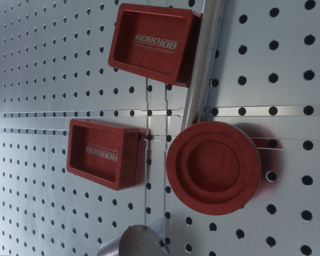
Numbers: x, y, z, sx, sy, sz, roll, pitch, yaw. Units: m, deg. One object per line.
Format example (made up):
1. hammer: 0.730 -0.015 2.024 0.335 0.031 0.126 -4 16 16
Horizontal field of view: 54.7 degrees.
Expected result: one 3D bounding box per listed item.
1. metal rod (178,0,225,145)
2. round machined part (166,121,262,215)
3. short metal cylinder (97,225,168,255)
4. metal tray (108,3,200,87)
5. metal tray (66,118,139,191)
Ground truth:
1. metal rod: 0.051 -0.078 0.366 0.025 0.025 0.298 15 100 39
2. round machined part: 0.060 0.041 0.338 0.098 0.042 0.097 1 93 22
3. short metal cylinder: -0.035 0.174 0.403 0.050 0.081 0.080 -39 66 33
4. metal tray: -0.010 -0.113 0.413 0.130 0.030 0.089 23 104 37
5. metal tray: -0.093 0.037 0.482 0.130 0.030 0.089 10 96 39
